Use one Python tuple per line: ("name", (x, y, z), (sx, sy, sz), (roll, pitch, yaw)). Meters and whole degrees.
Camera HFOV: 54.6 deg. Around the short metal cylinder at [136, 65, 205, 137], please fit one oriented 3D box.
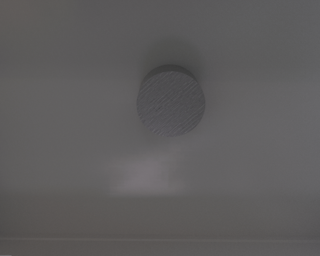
("short metal cylinder", (0.013, -0.035, 0.385), (0.080, 0.050, 0.079), (0, 110, 0))
